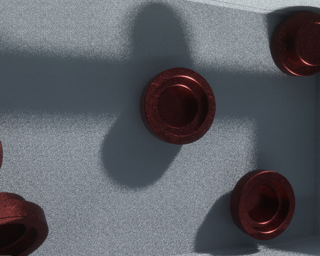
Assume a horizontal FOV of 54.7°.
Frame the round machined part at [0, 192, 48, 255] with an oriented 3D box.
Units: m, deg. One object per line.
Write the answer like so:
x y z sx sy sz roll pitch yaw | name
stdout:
-0.171 0.104 0.320 0.099 0.042 0.097 -20 142 -17 | round machined part

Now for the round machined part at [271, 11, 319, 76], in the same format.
0.225 -0.129 0.475 0.099 0.042 0.097 -2 98 -12 | round machined part

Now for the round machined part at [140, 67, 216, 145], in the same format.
0.020 -0.028 0.409 0.099 0.042 0.097 0 90 -20 | round machined part

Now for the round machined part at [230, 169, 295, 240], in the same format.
0.145 0.109 0.455 0.099 0.042 0.097 0 90 -20 | round machined part

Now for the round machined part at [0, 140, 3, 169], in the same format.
-0.216 0.030 0.311 0.099 0.042 0.098 10 73 -35 | round machined part
